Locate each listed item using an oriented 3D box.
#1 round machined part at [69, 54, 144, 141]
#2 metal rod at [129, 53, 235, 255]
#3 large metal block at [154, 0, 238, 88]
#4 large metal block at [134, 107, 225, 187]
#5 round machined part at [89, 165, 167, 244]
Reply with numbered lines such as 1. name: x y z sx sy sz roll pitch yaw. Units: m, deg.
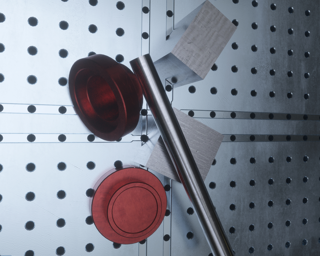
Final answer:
1. round machined part: -0.058 -0.037 0.357 0.042 0.098 0.098 -31 102 -40
2. metal rod: 0.035 0.056 0.372 0.025 0.025 0.299 -26 99 -18
3. large metal block: 0.039 -0.103 0.398 0.050 0.080 0.080 37 78 -17
4. large metal block: 0.025 0.027 0.409 0.080 0.050 0.080 28 81 -18
5. round machined part: -0.036 0.098 0.390 0.099 0.042 0.097 0 90 -20
